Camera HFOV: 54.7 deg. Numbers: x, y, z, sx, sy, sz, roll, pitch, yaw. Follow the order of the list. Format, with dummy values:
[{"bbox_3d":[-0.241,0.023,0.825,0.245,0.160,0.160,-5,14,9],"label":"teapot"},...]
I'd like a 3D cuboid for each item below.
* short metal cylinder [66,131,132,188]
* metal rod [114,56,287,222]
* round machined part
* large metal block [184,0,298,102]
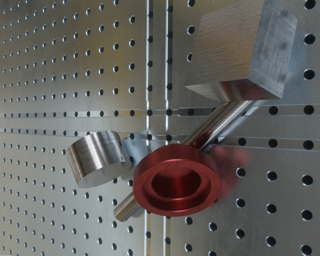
[{"bbox_3d":[-0.088,0.046,0.446,0.080,0.081,0.050,-40,66,33],"label":"short metal cylinder"},{"bbox_3d":[0.031,0.031,0.383,0.299,0.025,0.025,-47,62,29],"label":"metal rod"},{"bbox_3d":[0.018,0.057,0.359,0.098,0.098,0.042,-48,27,29],"label":"round machined part"},{"bbox_3d":[0.077,-0.073,0.304,0.080,0.050,0.080,3,76,55],"label":"large metal block"}]
